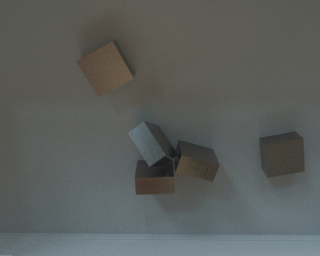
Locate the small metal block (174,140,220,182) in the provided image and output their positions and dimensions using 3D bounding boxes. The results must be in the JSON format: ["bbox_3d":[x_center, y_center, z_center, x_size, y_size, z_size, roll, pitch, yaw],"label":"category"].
[{"bbox_3d":[0.047,0.043,0.414,0.050,0.050,0.025,15,109,-6],"label":"small metal block"}]

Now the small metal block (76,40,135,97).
[{"bbox_3d":[-0.066,-0.074,0.383,0.050,0.025,0.050,-26,108,9],"label":"small metal block"}]

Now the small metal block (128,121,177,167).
[{"bbox_3d":[-0.008,0.021,0.396,0.025,0.050,0.050,-37,75,13],"label":"small metal block"}]

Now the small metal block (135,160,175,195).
[{"bbox_3d":[-0.007,0.066,0.422,0.050,0.050,0.025,-2,110,0],"label":"small metal block"}]

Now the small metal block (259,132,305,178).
[{"bbox_3d":[0.167,0.037,0.426,0.050,0.025,0.050,-10,110,3],"label":"small metal block"}]
